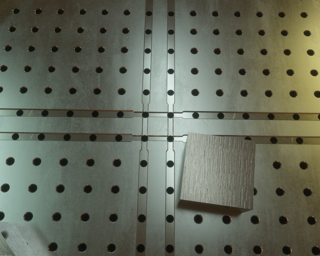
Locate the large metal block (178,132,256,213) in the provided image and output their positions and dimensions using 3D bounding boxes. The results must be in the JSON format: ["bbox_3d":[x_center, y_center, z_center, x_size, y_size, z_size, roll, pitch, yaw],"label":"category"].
[{"bbox_3d":[0.068,0.056,0.379,0.080,0.050,0.080,8,70,3],"label":"large metal block"}]

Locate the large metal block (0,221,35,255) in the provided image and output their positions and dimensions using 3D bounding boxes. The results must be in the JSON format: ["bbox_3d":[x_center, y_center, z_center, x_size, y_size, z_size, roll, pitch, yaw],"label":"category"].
[{"bbox_3d":[-0.185,0.161,0.339,0.080,0.050,0.080,-38,75,-13],"label":"large metal block"}]
